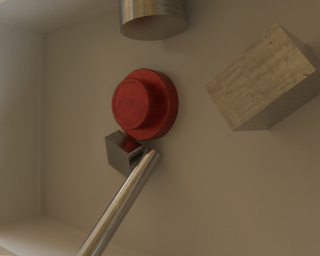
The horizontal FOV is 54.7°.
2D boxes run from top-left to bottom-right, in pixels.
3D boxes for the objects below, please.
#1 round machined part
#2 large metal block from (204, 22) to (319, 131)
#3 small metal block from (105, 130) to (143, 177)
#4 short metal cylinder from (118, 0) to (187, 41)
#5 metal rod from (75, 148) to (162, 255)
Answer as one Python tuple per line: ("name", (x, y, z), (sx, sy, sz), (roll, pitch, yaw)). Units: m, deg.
("round machined part", (-0.027, -0.031, 0.416), (0.098, 0.042, 0.097), (0, 90, 39))
("large metal block", (0.103, -0.040, 0.285), (0.080, 0.081, 0.050), (-42, 65, 32))
("small metal block", (-0.049, 0.038, 0.432), (0.050, 0.025, 0.050), (30, 136, 35))
("short metal cylinder", (-0.010, -0.145, 0.377), (0.080, 0.081, 0.050), (-8, 85, 39))
("metal rod", (-0.083, 0.147, 0.349), (0.025, 0.025, 0.301), (9, 55, 39))
